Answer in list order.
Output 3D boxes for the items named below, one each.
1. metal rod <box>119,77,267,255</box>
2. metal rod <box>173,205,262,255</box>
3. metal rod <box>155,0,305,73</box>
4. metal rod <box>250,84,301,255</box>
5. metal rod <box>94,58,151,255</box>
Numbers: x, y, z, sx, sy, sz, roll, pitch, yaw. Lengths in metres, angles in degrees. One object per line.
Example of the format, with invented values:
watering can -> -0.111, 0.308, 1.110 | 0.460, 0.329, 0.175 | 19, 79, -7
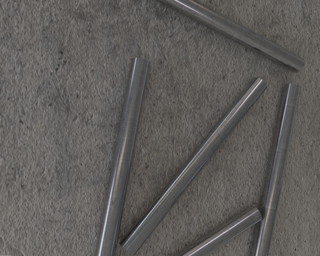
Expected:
metal rod -> 0.054, 0.044, 0.428 | 0.025, 0.025, 0.300 | 45, 76, -15
metal rod -> 0.014, 0.189, 0.414 | 0.302, 0.025, 0.025 | -26, 99, -18
metal rod -> 0.085, -0.148, 0.439 | 0.302, 0.025, 0.025 | 20, 83, -19
metal rod -> 0.174, 0.079, 0.473 | 0.025, 0.025, 0.299 | 15, 85, -20
metal rod -> -0.051, 0.060, 0.390 | 0.025, 0.025, 0.298 | 12, 86, -20
